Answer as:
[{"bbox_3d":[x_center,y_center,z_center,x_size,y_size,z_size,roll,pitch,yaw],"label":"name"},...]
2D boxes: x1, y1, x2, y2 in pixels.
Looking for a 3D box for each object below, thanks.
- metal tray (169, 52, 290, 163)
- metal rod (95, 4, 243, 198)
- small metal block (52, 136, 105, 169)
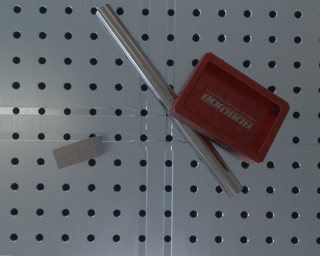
[{"bbox_3d":[0.089,-0.024,0.397,0.130,0.030,0.090,32,78,-5],"label":"metal tray"},{"bbox_3d":[0.013,-0.036,0.413,0.025,0.025,0.299,-36,90,0],"label":"metal rod"},{"bbox_3d":[-0.103,0.030,0.400,0.050,0.050,0.025,-18,90,0],"label":"small metal block"}]
